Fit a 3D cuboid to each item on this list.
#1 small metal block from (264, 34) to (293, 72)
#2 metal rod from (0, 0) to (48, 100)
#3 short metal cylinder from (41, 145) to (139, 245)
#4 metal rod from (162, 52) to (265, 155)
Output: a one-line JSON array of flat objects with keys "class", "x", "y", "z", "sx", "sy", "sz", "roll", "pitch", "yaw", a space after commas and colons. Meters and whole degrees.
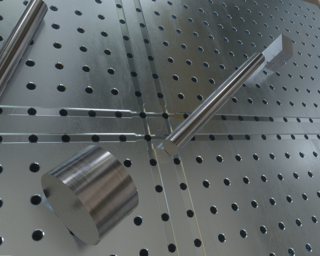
[{"class": "small metal block", "x": 0.231, "y": -0.146, "z": 0.606, "sx": 0.025, "sy": 0.050, "sz": 0.050, "roll": 25, "pitch": 53, "yaw": -14}, {"class": "metal rod", "x": -0.182, "y": -0.043, "z": 0.335, "sx": 0.025, "sy": 0.025, "sz": 0.300, "roll": 20, "pitch": 54, "yaw": -17}, {"class": "short metal cylinder", "x": -0.067, "y": 0.063, "z": 0.298, "sx": 0.080, "sy": 0.080, "sz": 0.050, "roll": 49, "pitch": 51, "yaw": 6}, {"class": "metal rod", "x": 0.100, "y": -0.054, "z": 0.494, "sx": 0.025, "sy": 0.025, "sz": 0.302, "roll": 45, "pitch": 51, "yaw": 3}]
